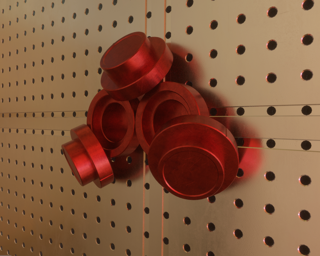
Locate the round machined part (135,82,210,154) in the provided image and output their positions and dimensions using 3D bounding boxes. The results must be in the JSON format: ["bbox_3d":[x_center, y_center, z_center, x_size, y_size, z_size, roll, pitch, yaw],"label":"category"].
[{"bbox_3d":[0.019,-0.006,0.380,0.098,0.042,0.097,0,90,39],"label":"round machined part"}]

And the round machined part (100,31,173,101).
[{"bbox_3d":[-0.036,-0.084,0.393,0.098,0.042,0.098,-22,41,21],"label":"round machined part"}]

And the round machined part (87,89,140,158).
[{"bbox_3d":[-0.057,-0.008,0.442,0.098,0.042,0.097,0,90,39],"label":"round machined part"}]

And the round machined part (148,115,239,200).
[{"bbox_3d":[0.035,0.038,0.333,0.098,0.042,0.097,4,118,9],"label":"round machined part"}]

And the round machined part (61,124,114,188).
[{"bbox_3d":[-0.111,0.047,0.457,0.098,0.042,0.097,46,152,35],"label":"round machined part"}]
